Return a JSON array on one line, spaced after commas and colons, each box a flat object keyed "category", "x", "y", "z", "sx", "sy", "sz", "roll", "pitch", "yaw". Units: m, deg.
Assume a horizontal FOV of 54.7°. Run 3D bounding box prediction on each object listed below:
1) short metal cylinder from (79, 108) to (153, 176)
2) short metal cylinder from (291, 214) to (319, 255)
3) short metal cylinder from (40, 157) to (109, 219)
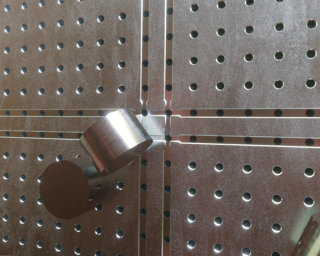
[{"category": "short metal cylinder", "x": -0.056, "y": 0.019, "z": 0.402, "sx": 0.080, "sy": 0.080, "sz": 0.050, "roll": -39, "pitch": 78, "yaw": 15}, {"category": "short metal cylinder", "x": 0.186, "y": 0.132, "z": 0.318, "sx": 0.080, "sy": 0.080, "sz": 0.050, "roll": 25, "pitch": 98, "yaw": 18}, {"category": "short metal cylinder", "x": -0.121, "y": 0.083, "z": 0.440, "sx": 0.080, "sy": 0.050, "sz": 0.079, "roll": 0, "pitch": 90, "yaw": 19}]
